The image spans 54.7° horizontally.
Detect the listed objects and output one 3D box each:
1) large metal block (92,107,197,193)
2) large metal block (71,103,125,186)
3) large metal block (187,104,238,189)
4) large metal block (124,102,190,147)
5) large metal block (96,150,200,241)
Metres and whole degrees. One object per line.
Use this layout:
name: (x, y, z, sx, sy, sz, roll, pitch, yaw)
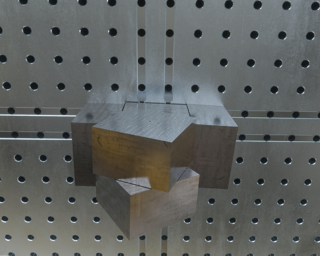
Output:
large metal block: (-0.013, 0.017, 0.322, 0.080, 0.080, 0.050, 11, 111, 20)
large metal block: (-0.074, 0.018, 0.390, 0.050, 0.080, 0.079, 2, 110, -1)
large metal block: (0.058, 0.020, 0.392, 0.050, 0.080, 0.079, 4, 110, -2)
large metal block: (-0.007, 0.013, 0.403, 0.081, 0.050, 0.079, 2, 110, -2)
large metal block: (-0.016, 0.065, 0.337, 0.081, 0.080, 0.050, -10, 114, -32)
